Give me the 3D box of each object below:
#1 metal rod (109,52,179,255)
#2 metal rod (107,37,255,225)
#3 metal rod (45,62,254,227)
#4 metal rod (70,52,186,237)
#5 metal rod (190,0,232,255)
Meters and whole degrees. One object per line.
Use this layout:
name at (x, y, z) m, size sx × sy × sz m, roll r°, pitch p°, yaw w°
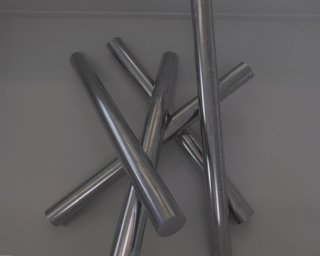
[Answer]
metal rod at (-0.009, 0.010, 0.346) m, size 0.025 × 0.025 × 0.300 m, roll 9°, pitch 48°, yaw 3°
metal rod at (0.018, -0.008, 0.412) m, size 0.025 × 0.025 × 0.299 m, roll -33°, pitch 73°, yaw -11°
metal rod at (-0.009, 0.017, 0.381) m, size 0.301 × 0.025 × 0.025 m, roll -37°, pitch 74°, yaw -4°
metal rod at (-0.054, -0.011, 0.343) m, size 0.025 × 0.025 × 0.300 m, roll -27°, pitch 45°, yaw -9°
metal rod at (0.059, -0.002, 0.361) m, size 0.025 × 0.025 × 0.298 m, roll -4°, pitch 89°, yaw -2°
